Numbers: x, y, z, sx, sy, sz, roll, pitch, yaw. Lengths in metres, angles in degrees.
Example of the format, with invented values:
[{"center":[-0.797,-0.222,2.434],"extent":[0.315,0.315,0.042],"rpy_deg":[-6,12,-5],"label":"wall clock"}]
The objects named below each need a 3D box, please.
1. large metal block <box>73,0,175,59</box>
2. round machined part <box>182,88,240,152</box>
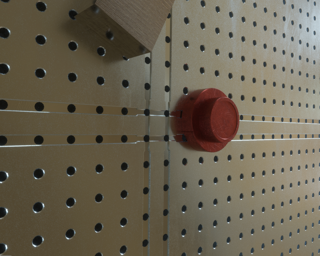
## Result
[{"center":[-0.039,-0.140,0.360],"extent":[0.080,0.050,0.080],"rpy_deg":[34,69,-35],"label":"large metal block"},{"center":[0.082,-0.012,0.467],"extent":[0.099,0.042,0.097],"rpy_deg":[0,90,-40],"label":"round machined part"}]
